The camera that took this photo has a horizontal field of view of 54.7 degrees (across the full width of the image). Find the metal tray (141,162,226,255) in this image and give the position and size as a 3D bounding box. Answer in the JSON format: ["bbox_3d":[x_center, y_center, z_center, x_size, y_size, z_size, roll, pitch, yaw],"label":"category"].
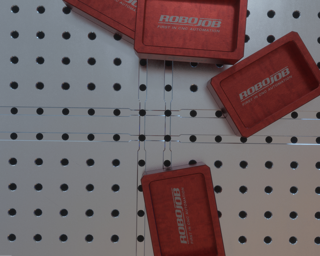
[{"bbox_3d":[0.030,0.117,0.411,0.091,0.030,0.129,-10,90,-1],"label":"metal tray"}]

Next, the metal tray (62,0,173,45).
[{"bbox_3d":[-0.051,-0.174,0.410,0.130,0.030,0.090,29,90,-1],"label":"metal tray"}]

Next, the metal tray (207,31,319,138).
[{"bbox_3d":[0.141,-0.056,0.412,0.130,0.030,0.090,-31,90,-1],"label":"metal tray"}]

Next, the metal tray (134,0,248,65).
[{"bbox_3d":[0.037,-0.129,0.380,0.131,0.030,0.089,4,90,-1],"label":"metal tray"}]
